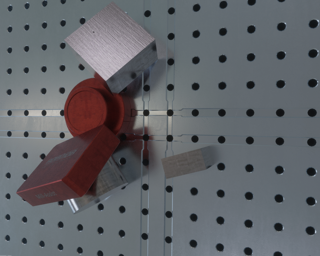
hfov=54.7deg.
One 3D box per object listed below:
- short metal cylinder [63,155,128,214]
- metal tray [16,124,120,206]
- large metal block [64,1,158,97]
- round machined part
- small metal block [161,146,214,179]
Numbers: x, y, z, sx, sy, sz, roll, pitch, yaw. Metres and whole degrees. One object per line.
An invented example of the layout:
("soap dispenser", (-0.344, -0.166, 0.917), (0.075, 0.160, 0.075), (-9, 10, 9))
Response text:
("short metal cylinder", (-0.090, 0.072, 0.415), (0.080, 0.080, 0.050), (-34, 79, 17))
("metal tray", (-0.119, 0.050, 0.396), (0.130, 0.090, 0.030), (-20, 120, 42))
("large metal block", (-0.061, -0.102, 0.406), (0.080, 0.050, 0.080), (-43, 76, -9))
("round machined part", (-0.094, -0.022, 0.437), (0.098, 0.042, 0.097), (0, 90, 20))
("small metal block", (0.036, 0.042, 0.387), (0.050, 0.050, 0.025), (-17, 85, 19))
